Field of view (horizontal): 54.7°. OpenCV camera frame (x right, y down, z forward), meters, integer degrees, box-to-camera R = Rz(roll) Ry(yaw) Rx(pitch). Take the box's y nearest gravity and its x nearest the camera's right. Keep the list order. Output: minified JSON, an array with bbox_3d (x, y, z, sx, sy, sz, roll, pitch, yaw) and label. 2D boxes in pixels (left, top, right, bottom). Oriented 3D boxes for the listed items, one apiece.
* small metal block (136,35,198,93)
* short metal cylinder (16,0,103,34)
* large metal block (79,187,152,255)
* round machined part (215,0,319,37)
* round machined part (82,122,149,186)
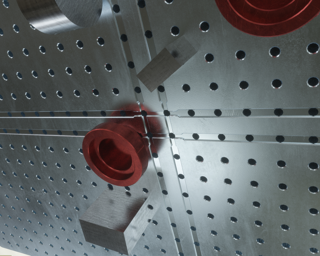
[{"bbox_3d":[0.008,-0.072,0.346,0.025,0.050,0.050,49,129,-6],"label":"small metal block"},{"bbox_3d":[-0.109,-0.148,0.342,0.050,0.080,0.080,-1,118,29],"label":"short metal cylinder"},{"bbox_3d":[-0.069,0.148,0.504,0.080,0.080,0.050,8,122,24],"label":"large metal block"},{"bbox_3d":[0.098,-0.132,0.267,0.098,0.042,0.097,13,124,21],"label":"round machined part"},{"bbox_3d":[-0.060,0.034,0.453,0.098,0.042,0.097,13,124,21],"label":"round machined part"}]
